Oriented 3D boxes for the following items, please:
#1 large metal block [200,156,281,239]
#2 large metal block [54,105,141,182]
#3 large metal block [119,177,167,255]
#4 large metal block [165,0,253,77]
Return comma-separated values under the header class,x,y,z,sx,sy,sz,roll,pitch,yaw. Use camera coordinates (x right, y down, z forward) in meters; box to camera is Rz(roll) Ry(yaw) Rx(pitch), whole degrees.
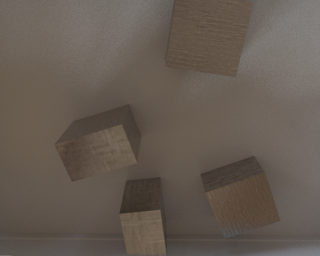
class,x,y,z,sx,sy,sz,roll,pitch,yaw
large metal block,0.111,0.097,0.434,0.080,0.050,0.080,-20,109,7
large metal block,-0.072,0.016,0.387,0.080,0.080,0.050,-17,109,6
large metal block,-0.020,0.125,0.428,0.050,0.080,0.079,-6,110,2
large metal block,0.052,-0.108,0.358,0.081,0.050,0.079,8,110,-3
